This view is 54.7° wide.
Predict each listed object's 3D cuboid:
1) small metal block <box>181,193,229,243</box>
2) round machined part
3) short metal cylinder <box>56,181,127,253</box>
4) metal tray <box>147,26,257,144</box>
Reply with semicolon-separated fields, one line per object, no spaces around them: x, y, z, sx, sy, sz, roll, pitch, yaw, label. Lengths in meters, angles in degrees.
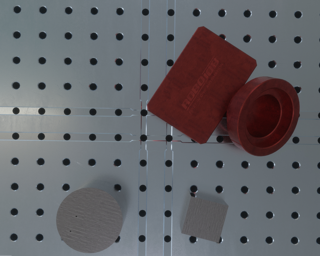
0.058;0.119;0.414;0.050;0.025;0.050;15;90;0;small metal block
0.124;-0.017;0.392;0.099;0.042;0.097;-8;110;-24;round machined part
-0.086;0.112;0.400;0.081;0.050;0.079;0;90;0;short metal cylinder
0.054;-0.055;0.411;0.090;0.030;0.130;33;90;0;metal tray
